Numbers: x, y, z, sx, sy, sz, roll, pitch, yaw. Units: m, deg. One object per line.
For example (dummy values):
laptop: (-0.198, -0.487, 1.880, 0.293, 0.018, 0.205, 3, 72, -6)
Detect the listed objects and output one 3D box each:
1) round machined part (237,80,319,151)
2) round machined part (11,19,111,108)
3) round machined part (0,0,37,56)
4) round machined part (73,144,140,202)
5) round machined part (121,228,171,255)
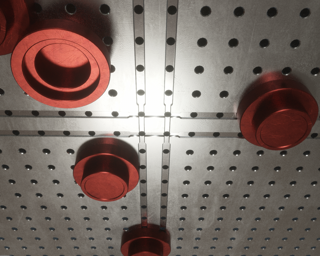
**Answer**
round machined part: (0.152, -0.009, 0.395, 0.099, 0.042, 0.097, -1, 130, 0)
round machined part: (-0.103, -0.071, 0.334, 0.099, 0.042, 0.097, -4, 134, -4)
round machined part: (-0.177, -0.114, 0.301, 0.099, 0.042, 0.097, -1, 130, 0)
round machined part: (-0.080, 0.073, 0.462, 0.099, 0.042, 0.097, -1, 130, 0)
round machined part: (-0.028, 0.240, 0.605, 0.099, 0.042, 0.097, -1, 130, 0)
